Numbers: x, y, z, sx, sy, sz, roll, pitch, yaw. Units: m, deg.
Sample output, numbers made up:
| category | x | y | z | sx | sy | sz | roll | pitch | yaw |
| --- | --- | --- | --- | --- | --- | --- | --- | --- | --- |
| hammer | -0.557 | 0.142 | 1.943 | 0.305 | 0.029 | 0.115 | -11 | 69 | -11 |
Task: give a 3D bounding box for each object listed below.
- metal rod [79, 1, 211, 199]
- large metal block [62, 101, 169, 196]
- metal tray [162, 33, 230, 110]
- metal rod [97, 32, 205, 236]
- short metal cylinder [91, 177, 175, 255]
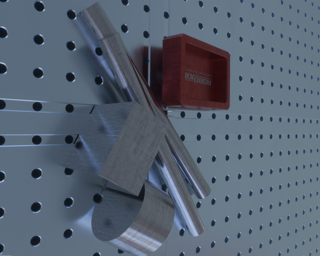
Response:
| category | x | y | z | sx | sy | sz | roll | pitch | yaw |
| --- | --- | --- | --- | --- | --- | --- | --- | --- | --- |
| metal rod | -0.007 | -0.018 | 0.405 | 0.025 | 0.025 | 0.299 | -47 | 118 | -30 |
| large metal block | -0.049 | 0.020 | 0.334 | 0.050 | 0.080 | 0.080 | 38 | 67 | -34 |
| metal tray | 0.056 | -0.073 | 0.439 | 0.131 | 0.030 | 0.089 | 1 | 90 | -50 |
| metal rod | -0.001 | 0.026 | 0.395 | 0.025 | 0.025 | 0.299 | -41 | 119 | -33 |
| short metal cylinder | -0.031 | 0.096 | 0.350 | 0.050 | 0.080 | 0.080 | 41 | 65 | -33 |
